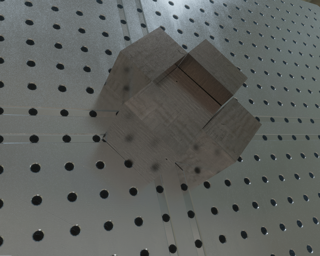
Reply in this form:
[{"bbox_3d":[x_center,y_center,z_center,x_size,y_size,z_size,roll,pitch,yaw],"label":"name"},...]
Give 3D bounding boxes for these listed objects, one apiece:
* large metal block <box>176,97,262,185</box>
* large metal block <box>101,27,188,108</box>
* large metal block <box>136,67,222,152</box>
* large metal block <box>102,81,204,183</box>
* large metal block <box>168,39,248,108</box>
[{"bbox_3d":[0.073,0.018,0.402,0.050,0.080,0.080,45,51,3],"label":"large metal block"},{"bbox_3d":[-0.021,-0.073,0.406,0.050,0.080,0.080,44,51,2],"label":"large metal block"},{"bbox_3d":[0.021,-0.022,0.415,0.080,0.050,0.080,43,53,3],"label":"large metal block"},{"bbox_3d":[-0.011,0.007,0.362,0.080,0.080,0.050,44,51,1],"label":"large metal block"},{"bbox_3d":[0.062,-0.065,0.445,0.080,0.080,0.050,44,51,1],"label":"large metal block"}]
